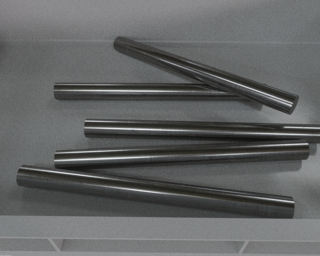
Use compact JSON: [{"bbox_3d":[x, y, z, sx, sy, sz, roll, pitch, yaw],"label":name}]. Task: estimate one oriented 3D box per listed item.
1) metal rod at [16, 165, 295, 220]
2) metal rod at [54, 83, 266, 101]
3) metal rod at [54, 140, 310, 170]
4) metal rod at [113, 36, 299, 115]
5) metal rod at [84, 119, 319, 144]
[{"bbox_3d":[-0.009,0.070,0.345,0.302,0.025,0.025,6,50,5],"label":"metal rod"},{"bbox_3d":[0.001,-0.052,0.448,0.302,0.025,0.025,0,50,0],"label":"metal rod"},{"bbox_3d":[0.028,0.033,0.377,0.302,0.025,0.025,-2,50,-2],"label":"metal rod"},{"bbox_3d":[0.046,-0.085,0.449,0.300,0.025,0.025,27,55,30],"label":"metal rod"},{"bbox_3d":[0.055,0.004,0.401,0.302,0.025,0.025,1,50,1],"label":"metal rod"}]
